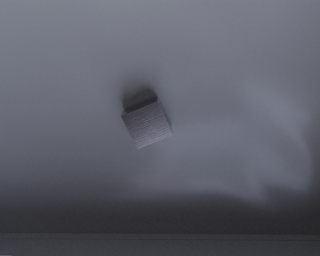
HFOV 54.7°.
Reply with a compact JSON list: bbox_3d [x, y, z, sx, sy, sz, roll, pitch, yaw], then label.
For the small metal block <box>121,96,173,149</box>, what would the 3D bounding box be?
[{"bbox_3d":[-0.016,-0.007,0.405,0.050,0.025,0.050,-22,109,7],"label":"small metal block"}]
